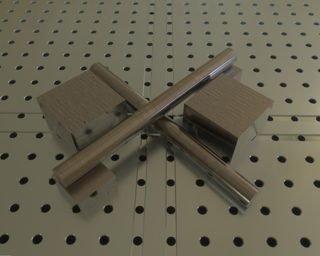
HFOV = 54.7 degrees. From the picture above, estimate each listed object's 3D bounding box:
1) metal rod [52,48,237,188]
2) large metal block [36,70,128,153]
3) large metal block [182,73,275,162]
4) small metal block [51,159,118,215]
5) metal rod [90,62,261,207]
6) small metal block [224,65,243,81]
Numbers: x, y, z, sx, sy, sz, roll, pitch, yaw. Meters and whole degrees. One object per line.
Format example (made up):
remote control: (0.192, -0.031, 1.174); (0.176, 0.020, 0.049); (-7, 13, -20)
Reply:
metal rod: (0.000, -0.028, 0.398); (0.025, 0.025, 0.302); (37, 59, 27)
large metal block: (-0.100, -0.021, 0.408); (0.080, 0.050, 0.080); (-36, 59, -26)
large metal block: (0.087, -0.016, 0.406); (0.080, 0.050, 0.080); (36, 58, 26)
small metal block: (-0.086, 0.061, 0.356); (0.050, 0.025, 0.050); (37, 59, 27)
metal rod: (0.002, -0.007, 0.412); (0.025, 0.025, 0.300); (-35, 59, -26)
small metal block: (0.089, -0.080, 0.476); (0.050, 0.025, 0.050); (-37, 59, -27)
